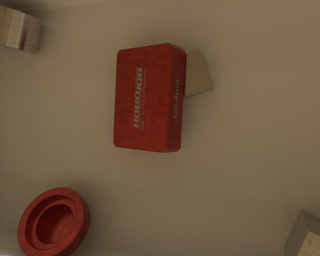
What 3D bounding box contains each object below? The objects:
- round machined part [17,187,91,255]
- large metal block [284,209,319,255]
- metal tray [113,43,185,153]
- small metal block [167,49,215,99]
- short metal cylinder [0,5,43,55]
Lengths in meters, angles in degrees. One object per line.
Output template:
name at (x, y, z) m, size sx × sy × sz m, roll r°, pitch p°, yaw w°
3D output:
round machined part at (-0.143, 0.137, 0.434) m, size 0.098 × 0.042 × 0.098 m, roll -9°, pitch 52°, yaw 12°
large metal block at (0.179, 0.135, 0.318) m, size 0.080 × 0.080 × 0.050 m, roll 24°, pitch 98°, yaw 18°
metal tray at (-0.016, -0.037, 0.398) m, size 0.090 × 0.030 × 0.129 m, roll 3°, pitch 91°, yaw 37°
small metal block at (0.037, -0.066, 0.397) m, size 0.050 × 0.025 × 0.050 m, roll -18°, pitch 84°, yaw 18°
short metal cylinder at (-0.220, -0.144, 0.457) m, size 0.080 × 0.080 × 0.050 m, roll 16°, pitch 96°, yaw 19°
